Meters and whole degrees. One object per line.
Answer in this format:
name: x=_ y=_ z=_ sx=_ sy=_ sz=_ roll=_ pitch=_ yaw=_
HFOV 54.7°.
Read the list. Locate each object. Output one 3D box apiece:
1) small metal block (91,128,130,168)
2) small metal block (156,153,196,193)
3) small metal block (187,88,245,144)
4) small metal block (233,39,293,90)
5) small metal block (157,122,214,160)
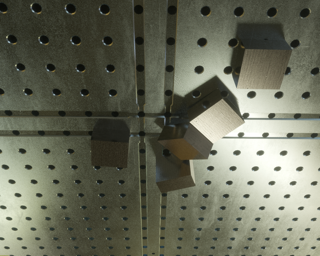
small metal block: x=-0.069 y=0.029 z=0.435 sx=0.050 sy=0.025 sz=0.050 roll=5 pitch=130 yaw=-5
small metal block: x=0.022 y=0.062 z=0.449 sx=0.050 sy=0.050 sz=0.025 roll=-14 pitch=129 yaw=11
small metal block: x=0.072 y=-0.015 z=0.398 sx=0.050 sy=0.025 sz=0.050 roll=-37 pitch=122 yaw=22
small metal block: x=0.114 y=-0.072 z=0.352 sx=0.050 sy=0.025 sz=0.050 roll=1 pitch=130 yaw=-1
small metal block: x=0.034 y=0.019 z=0.414 sx=0.050 sy=0.025 sz=0.050 roll=40 pitch=151 yaw=-29
